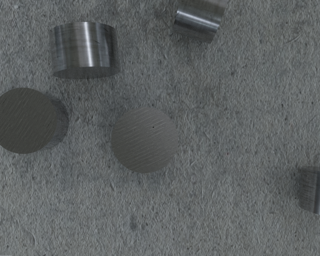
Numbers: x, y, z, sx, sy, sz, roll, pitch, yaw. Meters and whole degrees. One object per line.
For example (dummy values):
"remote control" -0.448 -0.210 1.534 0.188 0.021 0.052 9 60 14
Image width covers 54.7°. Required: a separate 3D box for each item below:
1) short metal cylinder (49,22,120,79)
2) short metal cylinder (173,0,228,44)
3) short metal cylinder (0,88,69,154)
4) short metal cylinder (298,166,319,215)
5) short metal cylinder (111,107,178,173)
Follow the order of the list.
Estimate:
"short metal cylinder" -0.092 -0.092 0.382 0.080 0.080 0.050 -6 90 0
"short metal cylinder" 0.052 -0.151 0.383 0.050 0.080 0.080 19 90 0
"short metal cylinder" -0.164 -0.009 0.396 0.081 0.050 0.080 0 90 0
"short metal cylinder" 0.218 0.078 0.384 0.080 0.080 0.050 5 90 0
"short metal cylinder" -0.018 0.014 0.397 0.081 0.050 0.080 0 90 0
